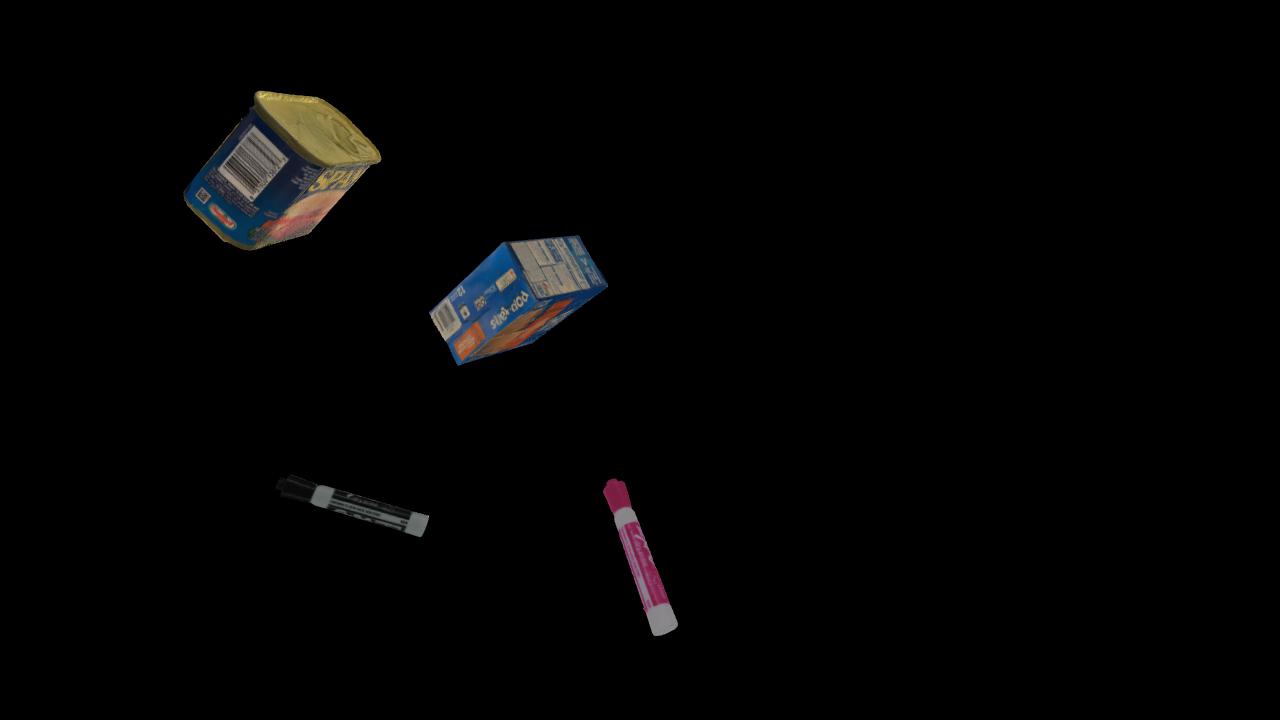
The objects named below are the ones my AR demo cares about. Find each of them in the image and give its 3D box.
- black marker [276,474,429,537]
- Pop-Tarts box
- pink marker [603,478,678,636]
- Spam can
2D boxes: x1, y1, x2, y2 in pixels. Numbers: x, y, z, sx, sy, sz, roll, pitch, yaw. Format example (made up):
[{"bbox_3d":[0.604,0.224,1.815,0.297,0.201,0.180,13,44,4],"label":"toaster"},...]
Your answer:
[{"bbox_3d":[-0.238,0.121,0.512,0.121,0.020,0.020,23,-7,-17],"label":"black marker"},{"bbox_3d":[-0.152,-0.076,0.778,0.167,0.083,0.141,-31,-4,34],"label":"Pop-Tarts box"},{"bbox_3d":[-0.002,0.141,0.457,0.020,0.121,0.020,-15,-38,-12],"label":"pink marker"},{"bbox_3d":[-0.237,-0.126,0.414,0.085,0.058,0.101,-40,14,13],"label":"Spam can"}]
